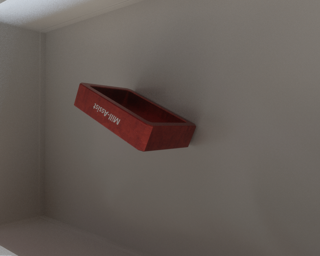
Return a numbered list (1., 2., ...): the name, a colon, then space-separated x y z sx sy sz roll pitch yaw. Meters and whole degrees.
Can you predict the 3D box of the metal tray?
1. metal tray: -0.032 -0.016 0.384 0.130 0.091 0.030 31 109 35
